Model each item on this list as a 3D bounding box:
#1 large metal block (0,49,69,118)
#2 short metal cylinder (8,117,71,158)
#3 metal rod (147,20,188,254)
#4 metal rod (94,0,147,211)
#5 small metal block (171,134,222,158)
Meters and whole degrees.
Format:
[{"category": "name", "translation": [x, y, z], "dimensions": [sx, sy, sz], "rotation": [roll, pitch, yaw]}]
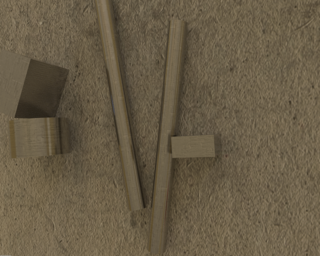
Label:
[{"category": "large metal block", "translation": [-0.186, -0.059, 0.443], "dimensions": [0.050, 0.080, 0.080], "rotation": [20, 97, 18]}, {"category": "short metal cylinder", "translation": [-0.169, 0.014, 0.438], "dimensions": [0.080, 0.080, 0.050], "rotation": [-5, 89, 19]}, {"category": "metal rod", "translation": [0.010, 0.013, 0.404], "dimensions": [0.025, 0.025, 0.298], "rotation": [6, 92, 19]}, {"category": "metal rod", "translation": [-0.056, -0.038, 0.427], "dimensions": [0.025, 0.025, 0.298], "rotation": [-11, 86, 19]}, {"category": "small metal block", "translation": [0.046, 0.021, 0.379], "dimensions": [0.050, 0.050, 0.025], "rotation": [-4, 89, 19]}]
